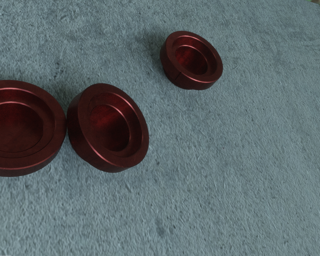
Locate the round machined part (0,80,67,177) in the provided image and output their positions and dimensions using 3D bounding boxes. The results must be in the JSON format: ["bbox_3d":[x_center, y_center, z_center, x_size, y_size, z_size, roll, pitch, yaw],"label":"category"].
[{"bbox_3d":[-0.148,0.003,0.311,0.099,0.042,0.098,13,56,-21],"label":"round machined part"}]

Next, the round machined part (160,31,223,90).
[{"bbox_3d":[0.044,-0.098,0.476,0.099,0.042,0.098,14,56,-21],"label":"round machined part"}]

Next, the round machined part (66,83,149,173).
[{"bbox_3d":[-0.061,0.003,0.344,0.098,0.042,0.098,31,46,-38],"label":"round machined part"}]
